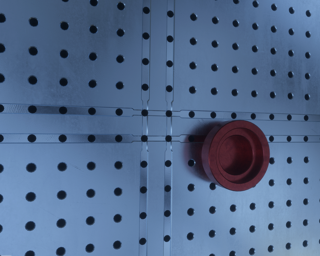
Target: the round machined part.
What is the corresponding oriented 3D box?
[{"bbox_3d":[0.103,0.038,0.441,0.099,0.042,0.097,0,90,-20],"label":"round machined part"}]
